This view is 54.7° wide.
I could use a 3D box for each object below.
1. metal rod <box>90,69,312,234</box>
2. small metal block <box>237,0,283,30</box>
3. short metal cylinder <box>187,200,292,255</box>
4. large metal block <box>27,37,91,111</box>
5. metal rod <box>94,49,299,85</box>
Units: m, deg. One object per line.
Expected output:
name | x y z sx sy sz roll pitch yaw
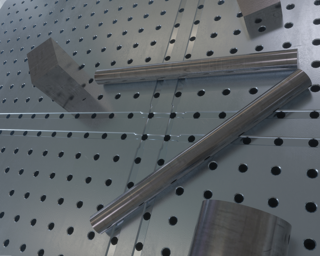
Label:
metal rod | 0.044 0.030 0.366 0.300 0.025 0.025 -36 51 4
small metal block | 0.140 -0.176 0.442 0.050 0.025 0.050 -19 54 17
short metal cylinder | 0.070 0.101 0.274 0.080 0.080 0.050 6 65 31
large metal block | -0.168 -0.089 0.516 0.050 0.080 0.080 -33 52 7
metal rod | 0.033 -0.083 0.442 0.300 0.025 0.025 0 62 28
